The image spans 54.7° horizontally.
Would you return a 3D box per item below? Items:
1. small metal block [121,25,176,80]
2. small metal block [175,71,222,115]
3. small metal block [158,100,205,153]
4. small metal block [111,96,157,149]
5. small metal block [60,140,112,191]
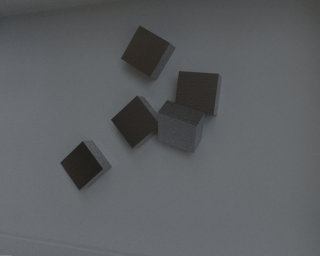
[{"bbox_3d":[-0.015,-0.101,0.416,0.050,0.025,0.050,34,101,16],"label":"small metal block"},{"bbox_3d":[0.049,-0.044,0.393,0.050,0.025,0.050,8,93,19],"label":"small metal block"},{"bbox_3d":[0.026,-0.002,0.387,0.050,0.025,0.050,20,140,18],"label":"small metal block"},{"bbox_3d":[-0.029,-0.008,0.421,0.050,0.025,0.050,-41,77,15],"label":"small metal block"},{"bbox_3d":[-0.107,0.053,0.448,0.050,0.025,0.050,-42,77,15],"label":"small metal block"}]
